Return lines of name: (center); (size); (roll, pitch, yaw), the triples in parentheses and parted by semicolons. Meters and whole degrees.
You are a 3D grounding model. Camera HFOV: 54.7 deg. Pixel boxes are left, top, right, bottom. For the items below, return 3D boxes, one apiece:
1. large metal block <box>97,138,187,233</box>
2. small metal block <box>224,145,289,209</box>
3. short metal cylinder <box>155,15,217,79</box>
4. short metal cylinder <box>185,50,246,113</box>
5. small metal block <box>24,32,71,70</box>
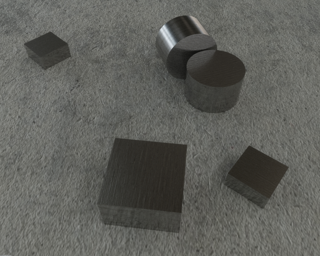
large metal block: (-0.015, 0.061, 0.336); (0.080, 0.050, 0.080); (5, 50, 4)
small metal block: (0.111, 0.055, 0.358); (0.050, 0.025, 0.050); (31, 56, 23)
short metal cylinder: (0.039, -0.121, 0.470); (0.081, 0.080, 0.050); (-15, 52, -12)
short metal cylinder: (0.077, -0.067, 0.444); (0.081, 0.050, 0.080); (0, 50, 0)
small metal block: (-0.184, -0.128, 0.509); (0.050, 0.025, 0.050); (37, 59, 27)
